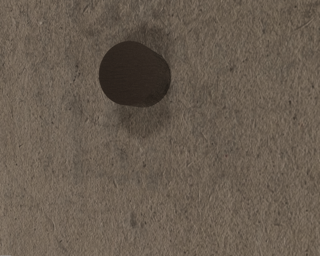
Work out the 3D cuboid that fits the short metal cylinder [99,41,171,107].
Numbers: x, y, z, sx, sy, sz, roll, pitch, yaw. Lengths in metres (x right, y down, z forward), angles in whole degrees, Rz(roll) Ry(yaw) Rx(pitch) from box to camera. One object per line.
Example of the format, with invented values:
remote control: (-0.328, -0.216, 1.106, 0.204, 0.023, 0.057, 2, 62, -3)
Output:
short metal cylinder: (-0.032, -0.068, 0.406, 0.080, 0.050, 0.079, 0, 90, 19)
